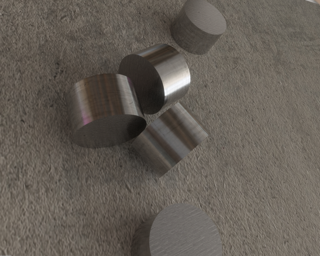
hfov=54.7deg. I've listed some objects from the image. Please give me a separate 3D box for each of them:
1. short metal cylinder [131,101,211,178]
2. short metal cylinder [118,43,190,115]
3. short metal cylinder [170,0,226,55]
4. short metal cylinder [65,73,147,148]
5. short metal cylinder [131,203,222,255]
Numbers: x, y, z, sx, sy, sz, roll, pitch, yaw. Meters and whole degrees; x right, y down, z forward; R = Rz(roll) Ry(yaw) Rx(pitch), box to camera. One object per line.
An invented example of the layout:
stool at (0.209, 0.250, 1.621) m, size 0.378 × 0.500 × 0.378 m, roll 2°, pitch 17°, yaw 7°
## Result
short metal cylinder at (0.013, 0.014, 0.367) m, size 0.050 × 0.080 × 0.080 m, roll 48°, pitch 51°, yaw 5°
short metal cylinder at (-0.008, -0.064, 0.403) m, size 0.050 × 0.080 × 0.080 m, roll -33°, pitch 81°, yaw -38°
short metal cylinder at (0.065, -0.172, 0.527) m, size 0.081 × 0.050 × 0.080 m, roll 14°, pitch 56°, yaw -21°
short metal cylinder at (-0.060, -0.017, 0.346) m, size 0.081 × 0.080 × 0.050 m, roll -4°, pitch 64°, yaw -30°
short metal cylinder at (0.016, 0.124, 0.321) m, size 0.081 × 0.050 × 0.080 m, roll 14°, pitch 56°, yaw -21°
